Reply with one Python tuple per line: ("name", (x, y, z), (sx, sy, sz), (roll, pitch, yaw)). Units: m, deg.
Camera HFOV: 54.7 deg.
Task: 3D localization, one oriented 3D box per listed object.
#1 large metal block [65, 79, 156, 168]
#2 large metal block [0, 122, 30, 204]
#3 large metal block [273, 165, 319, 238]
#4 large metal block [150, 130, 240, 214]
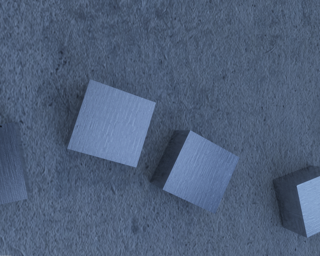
("large metal block", (-0.061, -0.004, 0.373), (0.081, 0.050, 0.080), (18, 84, -19))
("large metal block", (-0.188, 0.040, 0.326), (0.081, 0.050, 0.080), (-10, 93, -20))
("large metal block", (0.232, 0.110, 0.481), (0.081, 0.050, 0.080), (-15, 95, -19))
("large metal block", (0.045, 0.056, 0.412), (0.080, 0.050, 0.080), (29, 81, -18))
